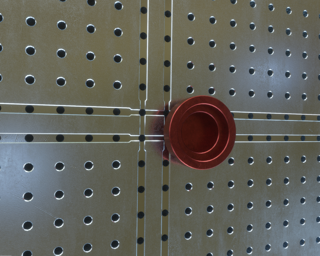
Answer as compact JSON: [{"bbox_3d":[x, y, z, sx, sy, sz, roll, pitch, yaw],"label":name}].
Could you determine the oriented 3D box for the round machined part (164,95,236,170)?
[{"bbox_3d":[0.051,0.006,0.424,0.099,0.042,0.097,0,90,-21],"label":"round machined part"}]
